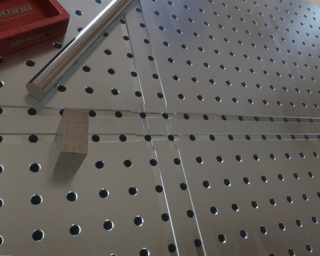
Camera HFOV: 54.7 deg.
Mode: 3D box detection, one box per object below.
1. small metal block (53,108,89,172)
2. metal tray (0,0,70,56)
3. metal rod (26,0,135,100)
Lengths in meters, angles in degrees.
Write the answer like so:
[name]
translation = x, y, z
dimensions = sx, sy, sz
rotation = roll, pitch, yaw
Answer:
[small metal block]
translation = -0.095, 0.014, 0.332
dimensions = 0.025, 0.050, 0.050
rotation = 9, 58, -24
[metal tray]
translation = -0.193, -0.143, 0.387
dimensions = 0.090, 0.030, 0.131
rotation = 48, 51, 6
[metal rod]
translation = -0.089, -0.147, 0.449
dimensions = 0.025, 0.025, 0.301
rotation = 33, 51, -7
